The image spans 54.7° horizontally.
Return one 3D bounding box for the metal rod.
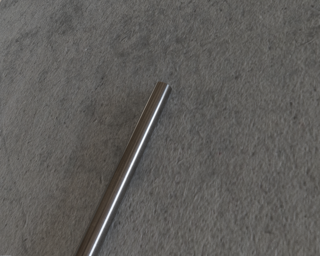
[{"bbox_3d":[-0.052,0.071,0.385,0.025,0.025,0.300,11,67,32],"label":"metal rod"}]
